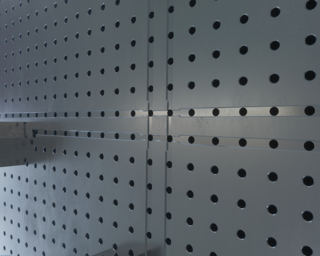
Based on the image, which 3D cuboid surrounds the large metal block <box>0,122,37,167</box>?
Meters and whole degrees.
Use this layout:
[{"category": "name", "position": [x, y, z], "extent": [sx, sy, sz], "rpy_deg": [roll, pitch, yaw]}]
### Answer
[{"category": "large metal block", "position": [-0.313, 0.034, 0.634], "extent": [0.050, 0.081, 0.080], "rpy_deg": [48, 119, 29]}]

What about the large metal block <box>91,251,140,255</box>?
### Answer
[{"category": "large metal block", "position": [-0.070, 0.231, 0.453], "extent": [0.080, 0.050, 0.080], "rpy_deg": [-13, 82, 39]}]
